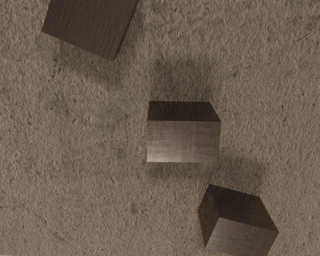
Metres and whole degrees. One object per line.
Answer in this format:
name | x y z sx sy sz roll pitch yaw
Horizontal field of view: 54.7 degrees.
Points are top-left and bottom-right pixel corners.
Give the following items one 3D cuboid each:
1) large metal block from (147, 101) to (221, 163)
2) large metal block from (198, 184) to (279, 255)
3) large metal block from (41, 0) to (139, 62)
large metal block | 0.026 0.002 0.382 0.081 0.080 0.050 1 110 -1
large metal block | 0.103 0.129 0.429 0.080 0.080 0.050 16 109 -6
large metal block | -0.074 -0.131 0.347 0.080 0.050 0.079 22 108 -9
